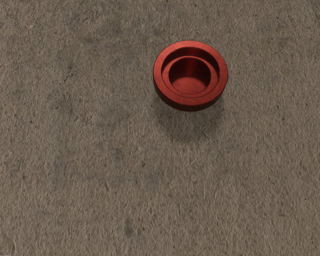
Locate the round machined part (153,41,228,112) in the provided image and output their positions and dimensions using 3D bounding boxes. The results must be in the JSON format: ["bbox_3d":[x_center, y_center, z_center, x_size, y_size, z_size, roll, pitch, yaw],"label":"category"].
[{"bbox_3d":[0.040,-0.067,0.424,0.099,0.042,0.098,0,70,-1],"label":"round machined part"}]
